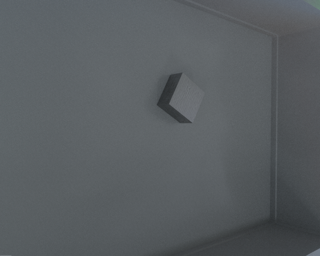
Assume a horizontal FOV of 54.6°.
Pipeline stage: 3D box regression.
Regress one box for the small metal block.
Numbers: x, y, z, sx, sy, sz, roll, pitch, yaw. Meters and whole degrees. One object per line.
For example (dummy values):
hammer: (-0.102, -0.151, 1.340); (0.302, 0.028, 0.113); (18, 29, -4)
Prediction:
small metal block: (0.030, -0.041, 0.430); (0.050, 0.025, 0.050); (36, 68, -34)
